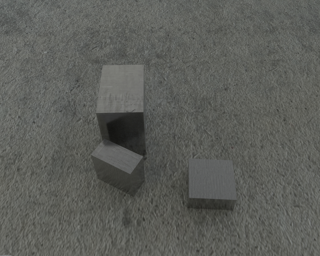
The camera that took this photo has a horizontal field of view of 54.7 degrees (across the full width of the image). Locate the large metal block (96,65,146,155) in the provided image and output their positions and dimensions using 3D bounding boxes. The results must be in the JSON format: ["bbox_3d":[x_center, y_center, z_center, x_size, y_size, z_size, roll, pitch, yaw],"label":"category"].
[{"bbox_3d":[-0.044,-0.022,0.385,0.050,0.080,0.080,-1,50,-1],"label":"large metal block"}]

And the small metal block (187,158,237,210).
[{"bbox_3d":[0.057,0.063,0.351,0.050,0.025,0.050,2,50,2],"label":"small metal block"}]

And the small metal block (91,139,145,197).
[{"bbox_3d":[-0.046,0.045,0.349,0.050,0.050,0.025,23,54,18],"label":"small metal block"}]
